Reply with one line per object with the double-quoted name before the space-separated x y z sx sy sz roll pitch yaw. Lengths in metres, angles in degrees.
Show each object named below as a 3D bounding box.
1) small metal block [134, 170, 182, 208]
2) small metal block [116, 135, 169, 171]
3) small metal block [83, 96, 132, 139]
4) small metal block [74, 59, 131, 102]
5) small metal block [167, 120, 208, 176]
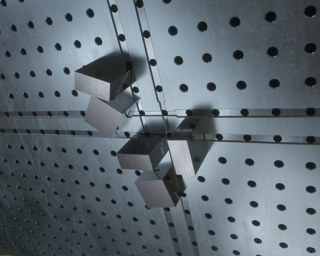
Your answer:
"small metal block" -0.003 0.093 0.469 0.050 0.025 0.050 -12 113 32
"small metal block" -0.023 0.033 0.426 0.050 0.050 0.025 0 118 28
"small metal block" -0.075 -0.020 0.436 0.050 0.025 0.050 33 128 6
"small metal block" -0.072 -0.062 0.393 0.050 0.050 0.025 20 126 16
"small metal block" 0.036 0.024 0.390 0.025 0.050 0.050 -1 118 28
